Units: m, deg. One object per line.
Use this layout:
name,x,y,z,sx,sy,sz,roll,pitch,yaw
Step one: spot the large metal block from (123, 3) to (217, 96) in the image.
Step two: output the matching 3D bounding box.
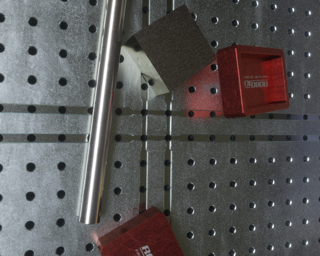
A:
large metal block,0.013,-0.099,0.404,0.080,0.050,0.080,-37,102,-16

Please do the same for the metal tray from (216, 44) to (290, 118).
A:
metal tray,0.134,-0.065,0.433,0.131,0.030,0.089,-10,94,-43

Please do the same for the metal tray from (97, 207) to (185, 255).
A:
metal tray,-0.013,0.183,0.406,0.091,0.030,0.129,-28,99,-18

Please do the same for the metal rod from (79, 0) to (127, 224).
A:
metal rod,-0.069,-0.034,0.386,0.025,0.025,0.298,7,88,-20
